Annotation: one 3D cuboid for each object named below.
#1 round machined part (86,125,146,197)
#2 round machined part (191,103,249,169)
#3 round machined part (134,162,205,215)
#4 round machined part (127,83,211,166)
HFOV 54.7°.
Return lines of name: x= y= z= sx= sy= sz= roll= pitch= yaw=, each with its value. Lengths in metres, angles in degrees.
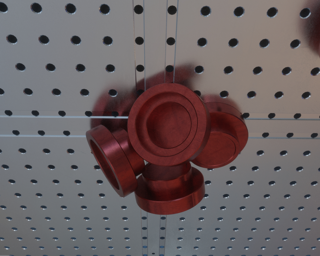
round machined part: x=-0.055 y=0.038 z=0.407 sx=0.042 sy=0.098 sz=0.097 roll=-29 pitch=133 yaw=-20
round machined part: x=0.069 y=0.017 z=0.416 sx=0.099 sy=0.042 sz=0.097 roll=-1 pitch=130 yaw=0
round machined part: x=0.012 y=0.073 z=0.430 sx=0.099 sy=0.098 sz=0.042 roll=-7 pitch=111 yaw=5
round machined part: x=0.014 y=-0.002 z=0.375 sx=0.098 sy=0.098 sz=0.042 roll=-22 pitch=165 yaw=17
